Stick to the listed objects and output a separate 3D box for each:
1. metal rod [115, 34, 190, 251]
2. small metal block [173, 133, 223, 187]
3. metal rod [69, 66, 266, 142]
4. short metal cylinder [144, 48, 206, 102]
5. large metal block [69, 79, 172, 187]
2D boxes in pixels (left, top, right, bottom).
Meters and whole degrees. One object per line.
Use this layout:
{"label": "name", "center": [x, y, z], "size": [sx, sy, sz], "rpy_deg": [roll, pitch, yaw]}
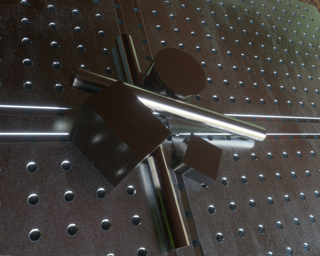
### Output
{"label": "metal rod", "center": [-0.016, 0.001, 0.400], "size": [0.025, 0.025, 0.299], "rpy_deg": [-2, 63, -29]}
{"label": "small metal block", "center": [0.051, 0.042, 0.413], "size": [0.050, 0.025, 0.050], "rpy_deg": [29, 52, -10]}
{"label": "metal rod", "center": [0.031, -0.023, 0.416], "size": [0.302, 0.025, 0.025], "rpy_deg": [15, 56, -29]}
{"label": "short metal cylinder", "center": [0.018, -0.067, 0.444], "size": [0.081, 0.050, 0.080], "rpy_deg": [14, 56, -21]}
{"label": "large metal block", "center": [-0.047, 0.008, 0.342], "size": [0.080, 0.080, 0.050], "rpy_deg": [46, 51, 4]}
